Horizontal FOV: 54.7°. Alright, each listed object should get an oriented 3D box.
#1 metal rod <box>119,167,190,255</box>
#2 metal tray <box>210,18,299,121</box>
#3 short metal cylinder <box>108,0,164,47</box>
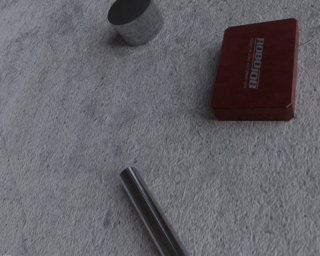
[{"bbox_3d":[0.032,0.150,0.294,0.025,0.025,0.300,-39,51,1],"label":"metal rod"},{"bbox_3d":[0.119,-0.072,0.382,0.090,0.030,0.130,1,62,28],"label":"metal tray"},{"bbox_3d":[-0.040,-0.185,0.521,0.080,0.050,0.080,-13,56,20],"label":"short metal cylinder"}]
